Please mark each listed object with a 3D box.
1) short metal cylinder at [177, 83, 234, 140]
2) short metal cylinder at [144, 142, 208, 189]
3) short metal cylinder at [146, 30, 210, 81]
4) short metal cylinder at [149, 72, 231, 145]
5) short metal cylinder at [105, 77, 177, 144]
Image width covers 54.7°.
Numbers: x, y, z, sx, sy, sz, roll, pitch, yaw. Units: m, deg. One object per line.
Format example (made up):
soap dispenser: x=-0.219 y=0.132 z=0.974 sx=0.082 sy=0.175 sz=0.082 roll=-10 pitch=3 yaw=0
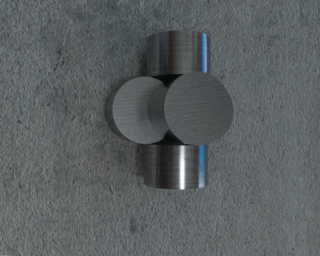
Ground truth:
short metal cylinder: x=0.050 y=-0.022 z=0.417 sx=0.081 sy=0.050 sz=0.079 roll=0 pitch=90 yaw=-21
short metal cylinder: x=0.020 y=0.044 z=0.390 sx=0.081 sy=0.080 sz=0.050 roll=0 pitch=90 yaw=-20
short metal cylinder: x=0.023 y=-0.086 z=0.391 sx=0.081 sy=0.080 sz=0.050 roll=0 pitch=90 yaw=-20
short metal cylinder: x=0.033 y=-0.021 z=0.356 sx=0.081 sy=0.050 sz=0.079 roll=0 pitch=90 yaw=-21
short metal cylinder: x=-0.025 y=-0.021 z=0.388 sx=0.081 sy=0.050 sz=0.079 roll=0 pitch=90 yaw=-21
